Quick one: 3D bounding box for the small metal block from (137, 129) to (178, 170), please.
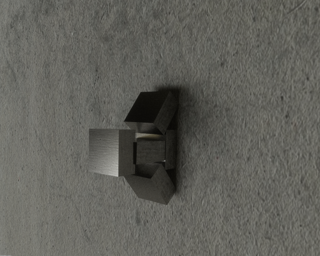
[{"bbox_3d":[-0.004,0.026,0.409,0.050,0.025,0.050,3,92,39],"label":"small metal block"}]

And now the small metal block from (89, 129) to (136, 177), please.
[{"bbox_3d":[-0.055,0.026,0.352,0.050,0.025,0.050,1,91,39],"label":"small metal block"}]

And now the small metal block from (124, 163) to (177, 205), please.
[{"bbox_3d":[-0.014,0.069,0.400,0.050,0.025,0.050,3,133,39],"label":"small metal block"}]

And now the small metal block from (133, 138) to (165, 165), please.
[{"bbox_3d":[-0.029,0.027,0.379,0.050,0.050,0.025,3,92,39],"label":"small metal block"}]

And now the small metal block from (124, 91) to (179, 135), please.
[{"bbox_3d":[-0.011,-0.020,0.398,0.050,0.025,0.050,4,56,40],"label":"small metal block"}]
